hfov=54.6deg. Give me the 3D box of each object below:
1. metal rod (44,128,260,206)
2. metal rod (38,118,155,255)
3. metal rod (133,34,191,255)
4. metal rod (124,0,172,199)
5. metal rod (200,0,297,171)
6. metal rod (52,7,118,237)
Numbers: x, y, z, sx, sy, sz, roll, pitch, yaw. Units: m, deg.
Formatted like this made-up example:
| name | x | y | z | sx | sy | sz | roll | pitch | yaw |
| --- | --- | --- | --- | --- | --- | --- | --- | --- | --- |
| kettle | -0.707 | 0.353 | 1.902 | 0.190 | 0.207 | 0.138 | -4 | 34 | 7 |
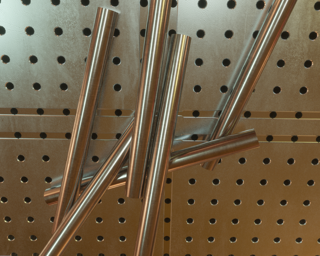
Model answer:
| name | x | y | z | sx | sy | sz | roll | pitch | yaw |
| --- | --- | --- | --- | --- | --- | --- | --- | --- | --- |
| metal rod | -0.020 | 0.056 | 0.417 | 0.301 | 0.025 | 0.025 | -17 | 109 | 12 |
| metal rod | -0.100 | 0.104 | 0.402 | 0.025 | 0.025 | 0.300 | 35 | 88 | -12 |
| metal rod | 0.000 | 0.036 | 0.385 | 0.025 | 0.025 | 0.298 | 10 | 94 | -4 |
| metal rod | -0.012 | -0.059 | 0.368 | 0.025 | 0.025 | 0.298 | 8 | 101 | -3 |
| metal rod | 0.117 | -0.079 | 0.385 | 0.025 | 0.025 | 0.298 | 19 | 109 | -7 |
| metal rod | -0.099 | 0.003 | 0.394 | 0.025 | 0.025 | 0.298 | 14 | 102 | -5 |
